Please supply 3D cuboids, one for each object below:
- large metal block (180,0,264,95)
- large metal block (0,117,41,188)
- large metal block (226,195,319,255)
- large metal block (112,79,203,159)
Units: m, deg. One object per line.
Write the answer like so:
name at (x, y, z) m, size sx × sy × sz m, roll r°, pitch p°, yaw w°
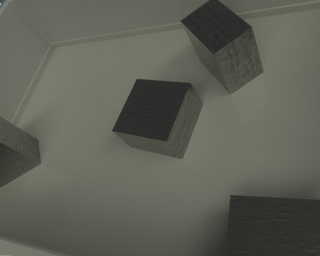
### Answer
large metal block at (0.079, -0.103, 0.391) m, size 0.050 × 0.080 × 0.080 m, roll -35°, pitch 52°, yaw 5°
large metal block at (-0.244, 0.039, 0.472) m, size 0.080 × 0.080 × 0.050 m, roll -30°, pitch 52°, yaw 9°
large metal block at (0.104, 0.107, 0.269) m, size 0.080 × 0.050 × 0.080 m, roll -3°, pitch 60°, yaw 26°
large metal block at (-0.001, -0.013, 0.397) m, size 0.080 × 0.050 × 0.080 m, roll 10°, pitch 66°, yaw 32°
